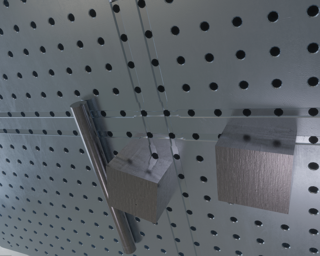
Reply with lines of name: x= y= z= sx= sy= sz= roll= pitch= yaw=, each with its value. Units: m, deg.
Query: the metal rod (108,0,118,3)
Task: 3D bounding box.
metal rod: x=-0.105 y=-0.273 z=0.297 sx=0.025 sy=0.025 sz=0.299 roll=-13 pitch=112 yaw=33

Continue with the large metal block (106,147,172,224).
large metal block: x=-0.031 y=0.085 z=0.464 sx=0.080 sy=0.050 sz=0.079 roll=15 pitch=125 yaw=19

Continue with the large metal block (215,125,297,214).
large metal block: x=0.113 y=0.046 z=0.364 sx=0.080 sy=0.050 sz=0.079 roll=6 pitch=121 yaw=25

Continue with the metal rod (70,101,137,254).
metal rod: x=-0.088 y=0.096 z=0.516 sx=0.025 sy=0.025 sz=0.298 roll=1 pitch=119 yaw=28
